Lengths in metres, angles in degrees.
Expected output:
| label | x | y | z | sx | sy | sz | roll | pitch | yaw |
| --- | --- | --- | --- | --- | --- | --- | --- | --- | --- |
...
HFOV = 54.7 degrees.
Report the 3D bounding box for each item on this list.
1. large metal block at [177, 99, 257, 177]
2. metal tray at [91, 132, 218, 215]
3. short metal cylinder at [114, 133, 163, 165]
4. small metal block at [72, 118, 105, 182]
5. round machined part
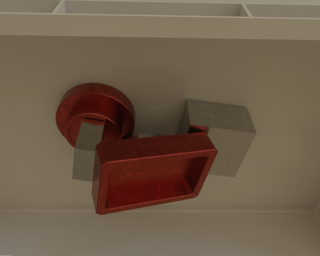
| label | x | y | z | sx | sy | sz | roll | pitch | yaw |
| --- | --- | --- | --- | --- | --- | --- | --- | --- | --- |
| large metal block | 0.067 | 0.015 | 0.403 | 0.081 | 0.050 | 0.079 | 7 | 130 | -7 |
| metal tray | -0.008 | 0.052 | 0.355 | 0.131 | 0.030 | 0.089 | -5 | 133 | -22 |
| short metal cylinder | -0.021 | 0.051 | 0.418 | 0.081 | 0.050 | 0.080 | -10 | 144 | -7 |
| small metal block | -0.082 | 0.025 | 0.356 | 0.025 | 0.050 | 0.050 | 10 | 130 | -8 |
| round machined part | -0.082 | -0.004 | 0.391 | 0.099 | 0.042 | 0.097 | -1 | 130 | 0 |
